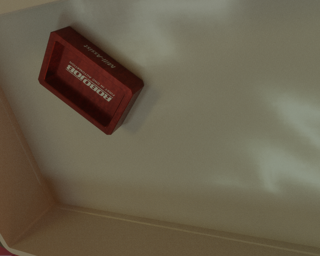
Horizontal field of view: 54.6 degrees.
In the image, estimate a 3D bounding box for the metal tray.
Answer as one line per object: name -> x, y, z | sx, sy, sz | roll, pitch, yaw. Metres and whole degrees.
metal tray -> -0.096, -0.062, 0.418 | 0.130, 0.030, 0.089 | 37, 129, 3
